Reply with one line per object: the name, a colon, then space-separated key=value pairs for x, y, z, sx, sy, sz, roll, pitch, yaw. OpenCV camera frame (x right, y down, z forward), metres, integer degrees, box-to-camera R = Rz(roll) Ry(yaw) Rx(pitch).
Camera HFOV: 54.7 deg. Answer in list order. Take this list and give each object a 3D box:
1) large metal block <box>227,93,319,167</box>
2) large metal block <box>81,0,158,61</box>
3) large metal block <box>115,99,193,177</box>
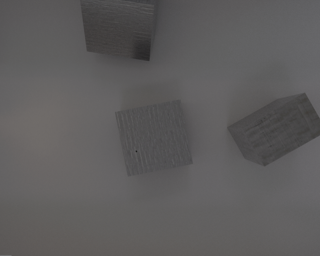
large metal block: x=0.139 y=0.001 z=0.385 sx=0.080 sy=0.080 sz=0.050 roll=-29 pitch=90 yaw=0
large metal block: x=-0.046 y=-0.134 z=0.376 sx=0.080 sy=0.080 sz=0.050 roll=9 pitch=55 yaw=0
large metal block: x=-0.007 y=0.012 z=0.399 sx=0.080 sy=0.050 sz=0.080 roll=-11 pitch=90 yaw=0
